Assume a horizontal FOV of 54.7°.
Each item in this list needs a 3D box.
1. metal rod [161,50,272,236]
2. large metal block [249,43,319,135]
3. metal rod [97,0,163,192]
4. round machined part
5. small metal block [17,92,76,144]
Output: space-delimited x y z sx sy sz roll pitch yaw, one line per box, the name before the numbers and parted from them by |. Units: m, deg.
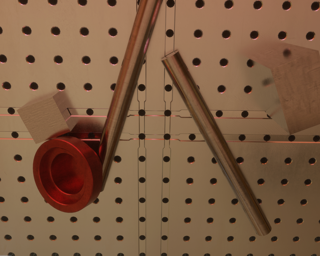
metal rod | 0.085 0.033 0.426 0.025 0.025 0.299 -28 108 9
large metal block | 0.153 -0.049 0.368 0.050 0.080 0.080 -21 109 7
metal rod | -0.045 -0.048 0.394 0.025 0.025 0.298 17 109 -7
round machined part | -0.116 0.058 0.411 0.098 0.042 0.097 5 102 25
small metal block | -0.148 -0.013 0.406 0.050 0.025 0.050 -20 109 6
